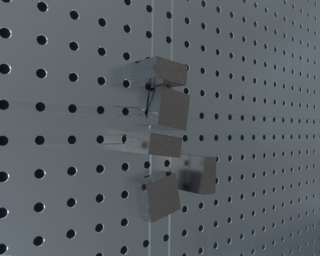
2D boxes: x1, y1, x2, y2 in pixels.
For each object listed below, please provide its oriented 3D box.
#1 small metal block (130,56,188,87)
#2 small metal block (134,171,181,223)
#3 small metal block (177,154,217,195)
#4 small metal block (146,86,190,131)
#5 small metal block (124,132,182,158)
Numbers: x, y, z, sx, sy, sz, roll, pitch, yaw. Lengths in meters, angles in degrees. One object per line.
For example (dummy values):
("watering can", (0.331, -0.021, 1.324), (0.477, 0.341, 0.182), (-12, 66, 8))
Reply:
("small metal block", (-0.001, -0.068, 0.390), (0.050, 0.050, 0.025), (7, 86, -40))
("small metal block", (-0.003, 0.089, 0.406), (0.050, 0.025, 0.050), (-14, 99, -39))
("small metal block", (0.051, 0.064, 0.434), (0.025, 0.050, 0.050), (4, 88, -40))
("small metal block", (0.011, -0.025, 0.418), (0.050, 0.025, 0.050), (12, 83, -39))
("small metal block", (-0.009, 0.021, 0.384), (0.050, 0.050, 0.025), (11, 83, -39))
